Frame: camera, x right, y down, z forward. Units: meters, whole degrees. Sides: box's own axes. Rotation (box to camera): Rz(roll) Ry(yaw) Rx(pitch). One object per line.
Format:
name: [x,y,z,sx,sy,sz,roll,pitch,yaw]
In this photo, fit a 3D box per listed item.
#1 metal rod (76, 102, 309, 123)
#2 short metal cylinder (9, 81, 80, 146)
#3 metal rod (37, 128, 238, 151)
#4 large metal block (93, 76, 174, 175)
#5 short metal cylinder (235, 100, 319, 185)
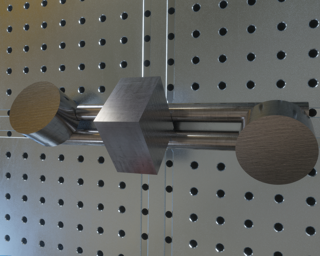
metal rod: [0.026,-0.020,0.402,0.301,0.025,0.025,1,90,19]
short metal cylinder: [-0.163,-0.019,0.441,0.080,0.050,0.080,-7,65,16]
metal rod: [-0.044,0.014,0.427,0.301,0.025,0.025,1,90,19]
large metal block: [-0.025,-0.004,0.360,0.050,0.080,0.080,1,132,20]
short metal cylinder: [0.127,0.015,0.340,0.080,0.050,0.079,8,115,17]
